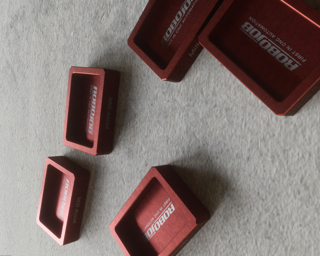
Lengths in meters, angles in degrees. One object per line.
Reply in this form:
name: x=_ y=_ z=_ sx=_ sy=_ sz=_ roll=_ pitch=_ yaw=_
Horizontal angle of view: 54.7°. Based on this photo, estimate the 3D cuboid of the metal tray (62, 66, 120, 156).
metal tray: x=-0.110 y=-0.029 z=0.489 sx=0.090 sy=0.030 sz=0.129 roll=12 pitch=98 yaw=39

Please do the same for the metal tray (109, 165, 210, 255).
metal tray: x=-0.006 y=0.123 z=0.404 sx=0.090 sy=0.030 sz=0.129 roll=49 pitch=118 yaw=28

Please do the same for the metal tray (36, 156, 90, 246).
metal tray: x=-0.171 y=0.123 z=0.539 sx=0.090 sy=0.030 sz=0.129 roll=20 pitch=103 yaw=37

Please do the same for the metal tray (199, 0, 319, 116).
metal tray: x=0.110 y=-0.086 z=0.309 sx=0.130 sy=0.030 sz=0.090 roll=52 pitch=120 yaw=27

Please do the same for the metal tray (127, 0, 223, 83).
metal tray: x=0.022 y=-0.133 z=0.381 sx=0.090 sy=0.030 sz=0.129 roll=49 pitch=119 yaw=28
